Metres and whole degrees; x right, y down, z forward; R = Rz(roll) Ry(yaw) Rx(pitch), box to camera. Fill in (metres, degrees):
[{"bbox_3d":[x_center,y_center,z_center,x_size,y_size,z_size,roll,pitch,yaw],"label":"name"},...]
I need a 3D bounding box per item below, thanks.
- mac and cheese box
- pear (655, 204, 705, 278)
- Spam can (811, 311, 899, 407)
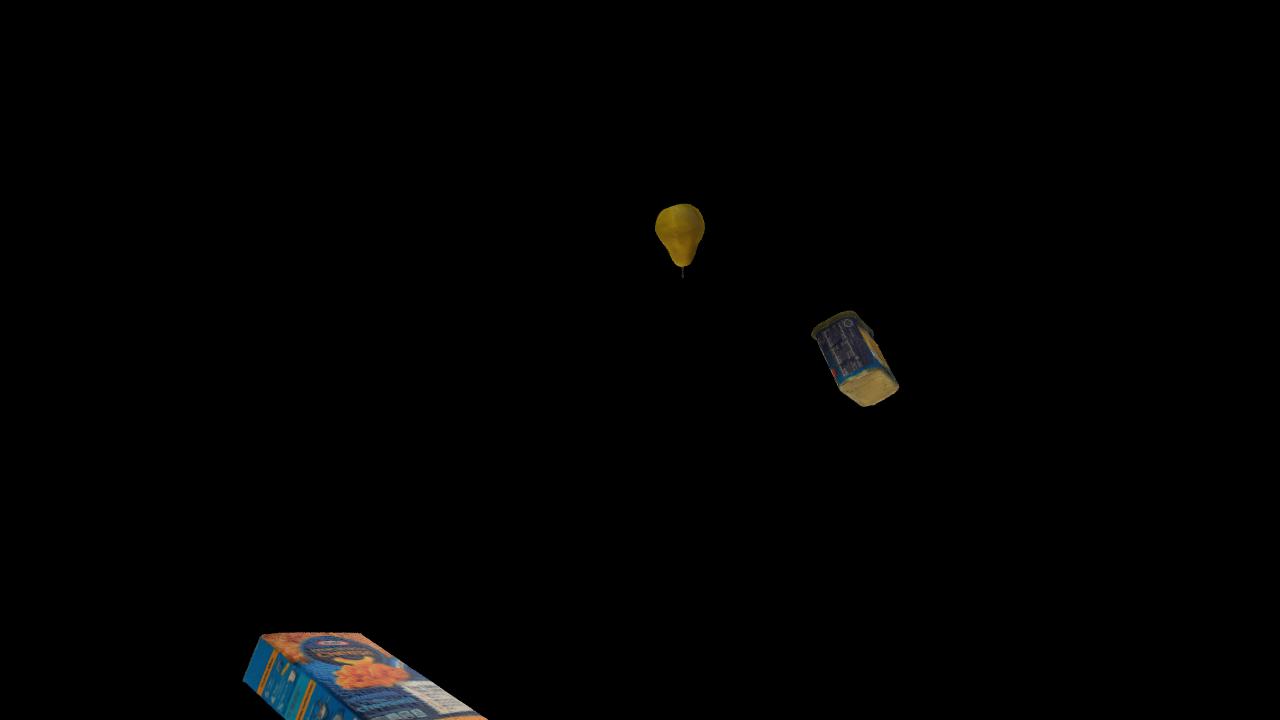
[{"bbox_3d":[-0.200,0.252,0.452,0.184,0.041,0.093,9,-14,35],"label":"mac and cheese box"},{"bbox_3d":[0.065,-0.186,0.966,0.080,0.111,0.080,-10,4,1],"label":"pear"},{"bbox_3d":[0.262,0.001,0.742,0.058,0.085,0.101,-33,-35,25],"label":"Spam can"}]
